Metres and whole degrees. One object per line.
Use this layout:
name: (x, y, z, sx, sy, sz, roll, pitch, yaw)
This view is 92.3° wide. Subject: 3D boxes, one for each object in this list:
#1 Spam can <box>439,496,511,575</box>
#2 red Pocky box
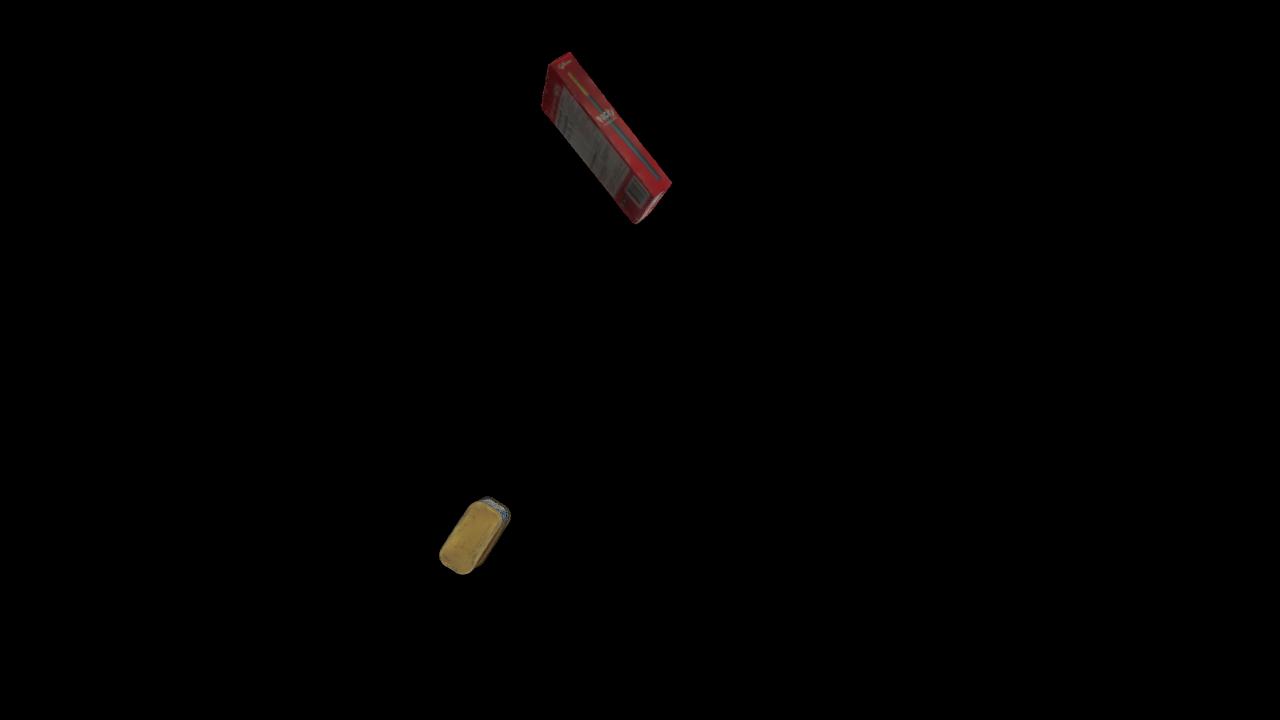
Spam can: (-0.232, 0.246, 0.869, 0.058, 0.101, 0.085, 31, -13, 1)
red Pocky box: (-0.035, -0.211, 0.599, 0.028, 0.155, 0.083, -40, 5, -14)
